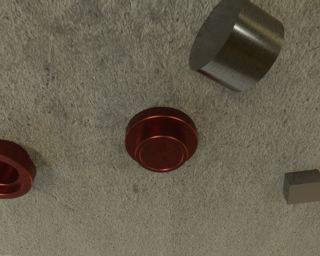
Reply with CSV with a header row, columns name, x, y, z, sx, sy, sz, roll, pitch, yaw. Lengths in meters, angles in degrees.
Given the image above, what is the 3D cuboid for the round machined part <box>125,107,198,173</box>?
name,x,y,z,sx,sy,sz,roll,pitch,yaw
round machined part,0.002,0.023,0.415,0.099,0.042,0.097,-1,130,0

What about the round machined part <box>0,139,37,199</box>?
name,x,y,z,sx,sy,sz,roll,pitch,yaw
round machined part,-0.226,0.054,0.439,0.099,0.042,0.097,-1,130,0

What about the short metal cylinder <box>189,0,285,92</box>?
name,x,y,z,sx,sy,sz,roll,pitch,yaw
short metal cylinder,0.072,-0.082,0.303,0.050,0.080,0.080,24,126,-19

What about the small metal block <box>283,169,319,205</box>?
name,x,y,z,sx,sy,sz,roll,pitch,yaw
small metal block,0.226,0.094,0.491,0.050,0.025,0.050,-9,130,6
